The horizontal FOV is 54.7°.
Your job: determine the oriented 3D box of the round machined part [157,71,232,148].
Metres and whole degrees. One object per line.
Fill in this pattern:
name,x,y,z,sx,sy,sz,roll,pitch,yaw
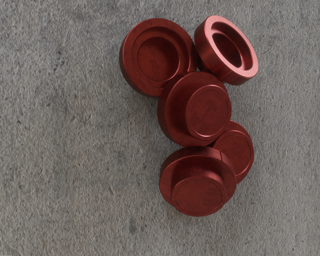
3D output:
round machined part,0.050,-0.021,0.385,0.099,0.042,0.097,-6,104,-27

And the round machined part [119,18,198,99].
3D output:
round machined part,-0.005,-0.087,0.400,0.099,0.042,0.097,0,90,-21

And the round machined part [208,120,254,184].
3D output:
round machined part,0.092,0.037,0.437,0.099,0.042,0.097,0,90,-21

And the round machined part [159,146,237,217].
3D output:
round machined part,0.048,0.074,0.393,0.099,0.042,0.097,1,122,2

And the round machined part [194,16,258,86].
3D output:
round machined part,0.083,-0.099,0.418,0.099,0.042,0.098,20,54,-29
